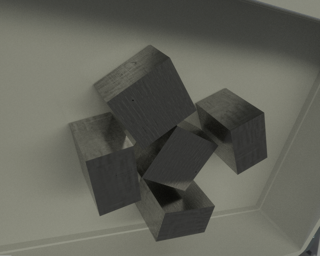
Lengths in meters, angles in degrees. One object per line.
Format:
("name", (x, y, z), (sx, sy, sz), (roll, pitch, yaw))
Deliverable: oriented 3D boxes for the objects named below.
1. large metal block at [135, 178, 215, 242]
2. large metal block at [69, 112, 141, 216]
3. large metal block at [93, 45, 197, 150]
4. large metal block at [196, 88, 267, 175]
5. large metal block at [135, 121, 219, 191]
("large metal block", (0.019, 0.111, 0.453), (0.081, 0.080, 0.050), (1, 118, -29))
("large metal block", (-0.064, 0.039, 0.362), (0.050, 0.080, 0.079), (-18, 126, -19))
("large metal block", (-0.016, -0.035, 0.361), (0.080, 0.050, 0.080), (-36, 130, -4))
("large metal block", (0.099, 0.003, 0.429), (0.050, 0.080, 0.080), (-28, 128, -11))
("large metal block", (0.018, 0.031, 0.421), (0.080, 0.050, 0.080), (25, 105, -37))
